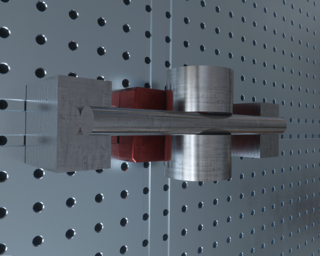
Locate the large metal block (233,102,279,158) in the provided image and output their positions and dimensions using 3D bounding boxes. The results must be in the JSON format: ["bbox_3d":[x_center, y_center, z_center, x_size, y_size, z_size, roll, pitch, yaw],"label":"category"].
[{"bbox_3d":[0.136,0.003,0.485,0.050,0.080,0.080,1,90,-40],"label":"large metal block"}]

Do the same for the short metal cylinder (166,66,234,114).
[{"bbox_3d":[0.048,-0.043,0.374,0.081,0.080,0.050,1,90,-40],"label":"short metal cylinder"}]

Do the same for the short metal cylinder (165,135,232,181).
[{"bbox_3d":[0.046,0.032,0.372,0.081,0.080,0.050,1,90,-40],"label":"short metal cylinder"}]

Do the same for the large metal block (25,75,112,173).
[{"bbox_3d":[-0.089,-0.003,0.297,0.050,0.080,0.080,1,90,-40],"label":"large metal block"}]

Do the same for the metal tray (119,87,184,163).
[{"bbox_3d":[0.009,-0.003,0.413,0.131,0.030,0.089,2,89,-40],"label":"metal tray"}]

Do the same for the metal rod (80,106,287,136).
[{"bbox_3d":[0.056,-0.005,0.351,0.302,0.025,0.025,1,90,-40],"label":"metal rod"}]
